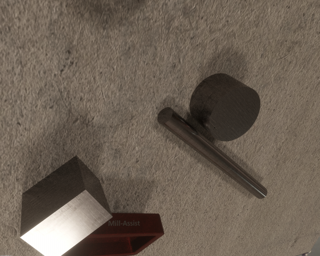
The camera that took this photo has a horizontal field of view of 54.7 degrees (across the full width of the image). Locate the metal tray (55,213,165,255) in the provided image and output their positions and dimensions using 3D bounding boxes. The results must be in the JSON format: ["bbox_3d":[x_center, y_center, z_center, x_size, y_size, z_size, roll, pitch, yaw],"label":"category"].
[{"bbox_3d":[-0.071,0.154,0.439,0.131,0.030,0.090,11,136,-34],"label":"metal tray"}]

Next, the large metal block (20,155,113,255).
[{"bbox_3d":[-0.111,0.090,0.363,0.080,0.080,0.050,-36,121,-5],"label":"large metal block"}]

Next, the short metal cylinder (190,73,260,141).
[{"bbox_3d":[0.088,-0.028,0.423,0.081,0.050,0.079,-14,125,-21],"label":"short metal cylinder"}]

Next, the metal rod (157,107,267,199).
[{"bbox_3d":[0.100,0.054,0.496,0.025,0.025,0.301,-49,129,6],"label":"metal rod"}]
